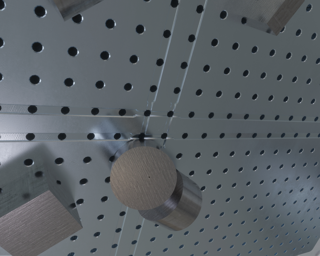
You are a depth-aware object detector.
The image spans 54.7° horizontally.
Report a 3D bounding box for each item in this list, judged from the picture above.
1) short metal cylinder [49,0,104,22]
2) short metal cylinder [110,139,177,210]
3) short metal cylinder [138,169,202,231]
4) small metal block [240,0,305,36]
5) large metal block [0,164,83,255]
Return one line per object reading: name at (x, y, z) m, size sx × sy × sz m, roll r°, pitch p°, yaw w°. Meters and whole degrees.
short metal cylinder at (-0.078, -0.135, 0.249) m, size 0.050 × 0.080 × 0.080 m, roll -32°, pitch 129°, yaw -7°
short metal cylinder at (-0.022, 0.057, 0.397) m, size 0.081 × 0.050 × 0.079 m, roll -1°, pitch 98°, yaw -7°
short metal cylinder at (0.013, 0.101, 0.444) m, size 0.080 × 0.080 × 0.050 m, roll -46°, pitch 130°, yaw 4°
small metal block at (0.136, -0.146, 0.378) m, size 0.025 × 0.050 × 0.050 m, roll 30°, pitch 102°, yaw -38°
large metal block at (-0.154, 0.104, 0.375) m, size 0.080 × 0.050 × 0.080 m, roll -30°, pitch 129°, yaw -9°
